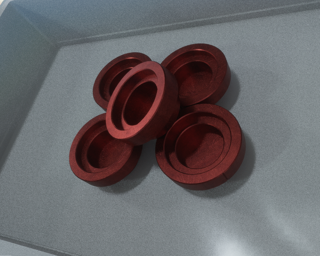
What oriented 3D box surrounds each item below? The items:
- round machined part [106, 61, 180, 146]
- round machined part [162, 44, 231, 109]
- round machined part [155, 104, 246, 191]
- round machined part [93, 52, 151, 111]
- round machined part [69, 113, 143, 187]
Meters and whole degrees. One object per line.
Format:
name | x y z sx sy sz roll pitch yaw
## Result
round machined part | -0.016 -0.025 0.360 0.098 0.042 0.098 -25 51 36
round machined part | 0.044 -0.059 0.405 0.098 0.042 0.098 -13 56 20
round machined part | 0.048 0.024 0.352 0.098 0.042 0.098 -13 56 20
round machined part | -0.045 -0.059 0.450 0.098 0.042 0.098 -13 56 20
round machined part | -0.066 0.031 0.407 0.098 0.042 0.098 -13 56 20
